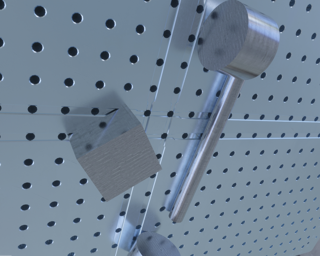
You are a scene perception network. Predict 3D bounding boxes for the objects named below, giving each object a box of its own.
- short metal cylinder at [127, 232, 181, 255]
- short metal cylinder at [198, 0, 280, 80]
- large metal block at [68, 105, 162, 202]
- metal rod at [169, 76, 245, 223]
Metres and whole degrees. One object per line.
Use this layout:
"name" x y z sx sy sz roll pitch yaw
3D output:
"short metal cylinder" -0.013 0.216 0.502 0.081 0.080 0.050 17 110 -35
"short metal cylinder" 0.089 -0.101 0.362 0.050 0.080 0.079 9 114 -32
"large metal block" -0.054 0.031 0.385 0.080 0.050 0.080 -30 129 -10
"metal rod" 0.073 0.019 0.462 0.025 0.025 0.298 6 116 -31
